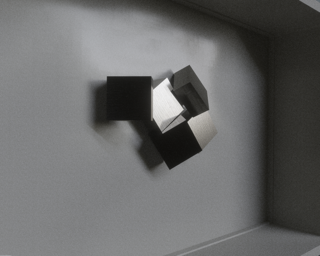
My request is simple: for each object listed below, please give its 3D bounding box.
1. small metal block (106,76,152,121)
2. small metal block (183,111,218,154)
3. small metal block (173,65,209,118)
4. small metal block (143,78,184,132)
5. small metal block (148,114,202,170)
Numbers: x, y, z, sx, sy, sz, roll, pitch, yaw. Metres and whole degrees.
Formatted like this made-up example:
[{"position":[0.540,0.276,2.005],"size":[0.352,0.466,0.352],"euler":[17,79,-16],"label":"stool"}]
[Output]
[{"position":[-0.034,-0.033,0.360],"size":[0.050,0.025,0.050],"euler":[0,89,3],"label":"small metal block"},{"position":[0.052,0.001,0.450],"size":[0.050,0.025,0.050],"euler":[-43,117,-31],"label":"small metal block"},{"position":[0.043,-0.051,0.428],"size":[0.050,0.025,0.050],"euler":[51,25,-28],"label":"small metal block"},{"position":[-0.002,-0.030,0.404],"size":[0.050,0.025,0.050],"euler":[-45,118,-31],"label":"small metal block"},{"position":[0.020,0.018,0.408],"size":[0.050,0.025,0.050],"euler":[-31,113,-3],"label":"small metal block"}]
